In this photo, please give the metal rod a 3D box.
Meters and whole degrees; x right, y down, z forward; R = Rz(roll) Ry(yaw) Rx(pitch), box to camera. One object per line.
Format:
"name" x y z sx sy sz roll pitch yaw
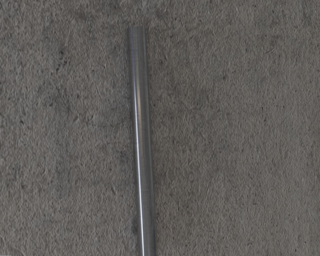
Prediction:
"metal rod" -0.022 0.023 0.400 0.025 0.025 0.298 -3 91 -20
